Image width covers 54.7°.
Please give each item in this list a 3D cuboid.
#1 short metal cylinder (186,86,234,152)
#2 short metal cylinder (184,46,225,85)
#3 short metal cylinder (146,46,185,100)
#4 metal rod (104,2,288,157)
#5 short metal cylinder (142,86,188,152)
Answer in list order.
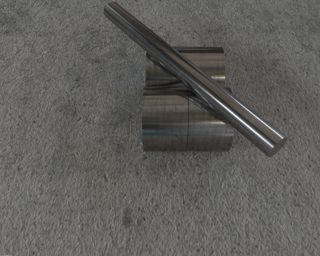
[{"bbox_3d":[0.057,-0.011,0.379,0.050,0.080,0.080,1,50,0],"label":"short metal cylinder"},{"bbox_3d":[0.058,-0.072,0.430,0.050,0.080,0.080,1,50,0],"label":"short metal cylinder"},{"bbox_3d":[0.007,-0.073,0.430,0.050,0.080,0.080,1,50,0],"label":"short metal cylinder"},{"bbox_3d":[0.020,-0.075,0.364,0.025,0.025,0.300,-29,56,-22],"label":"metal rod"},{"bbox_3d":[0.006,-0.011,0.378,0.050,0.080,0.080,1,50,0],"label":"short metal cylinder"}]
